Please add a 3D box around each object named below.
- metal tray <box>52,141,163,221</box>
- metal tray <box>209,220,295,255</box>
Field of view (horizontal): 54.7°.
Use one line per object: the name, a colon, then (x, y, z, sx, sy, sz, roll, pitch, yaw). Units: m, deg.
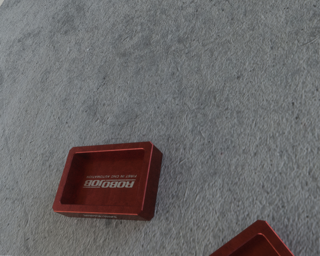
metal tray: (-0.066, 0.067, 0.394, 0.130, 0.030, 0.090, -5, 59, 25)
metal tray: (0.093, 0.156, 0.255, 0.090, 0.030, 0.130, -38, 51, 3)
